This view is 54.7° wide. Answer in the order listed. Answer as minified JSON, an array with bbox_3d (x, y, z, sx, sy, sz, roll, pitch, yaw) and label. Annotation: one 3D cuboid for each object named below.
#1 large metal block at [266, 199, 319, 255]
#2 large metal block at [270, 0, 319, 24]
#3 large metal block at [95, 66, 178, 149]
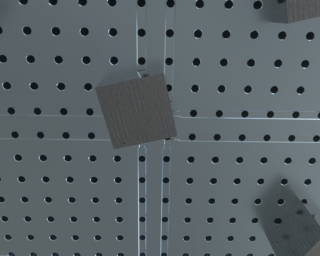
[{"bbox_3d":[0.211,0.165,0.448,0.050,0.080,0.080,30,107,-11],"label":"large metal block"},{"bbox_3d":[0.169,-0.166,0.341,0.080,0.050,0.079,-12,110,4],"label":"large metal block"},{"bbox_3d":[-0.027,-0.027,0.390,0.080,0.050,0.079,-12,110,4],"label":"large metal block"}]
